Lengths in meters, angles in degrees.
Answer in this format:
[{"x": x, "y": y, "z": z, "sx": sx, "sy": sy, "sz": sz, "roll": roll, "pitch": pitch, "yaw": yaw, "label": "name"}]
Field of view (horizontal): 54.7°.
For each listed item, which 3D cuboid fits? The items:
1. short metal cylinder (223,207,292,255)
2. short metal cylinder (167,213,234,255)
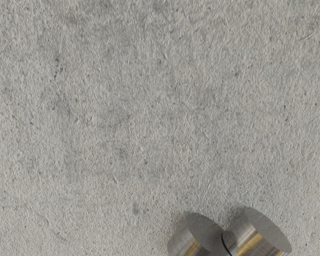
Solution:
[{"x": 0.137, "y": 0.160, "z": 0.441, "sx": 0.080, "sy": 0.080, "sz": 0.050, "roll": 33, "pitch": 107, "yaw": -12, "label": "short metal cylinder"}, {"x": 0.058, "y": 0.169, "z": 0.443, "sx": 0.080, "sy": 0.080, "sz": 0.050, "roll": 30, "pitch": 107, "yaw": -11, "label": "short metal cylinder"}]
